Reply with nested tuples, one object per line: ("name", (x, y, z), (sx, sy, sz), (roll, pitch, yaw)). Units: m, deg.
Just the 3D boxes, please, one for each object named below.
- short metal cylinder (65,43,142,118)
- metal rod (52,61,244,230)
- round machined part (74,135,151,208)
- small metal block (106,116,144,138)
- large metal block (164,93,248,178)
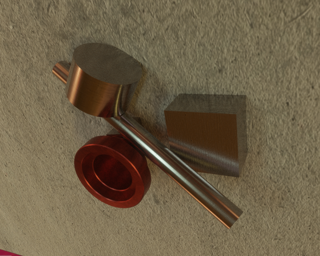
("short metal cylinder", (-0.068, -0.058, 0.371), (0.080, 0.080, 0.050), (33, 128, 6))
("metal rod", (-0.028, 0.008, 0.379), (0.300, 0.025, 0.025), (40, 130, 19))
("round machined part", (-0.055, 0.050, 0.392), (0.098, 0.042, 0.097), (13, 125, 20))
("small metal block", (-0.042, 0.018, 0.425), (0.025, 0.050, 0.050), (-2, 118, 29))
("large metal block", (0.057, 0.006, 0.365), (0.080, 0.050, 0.079), (4, 121, 25))
